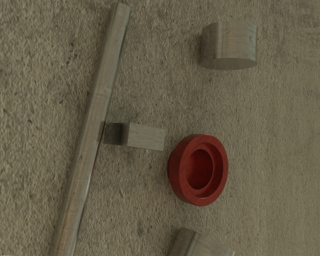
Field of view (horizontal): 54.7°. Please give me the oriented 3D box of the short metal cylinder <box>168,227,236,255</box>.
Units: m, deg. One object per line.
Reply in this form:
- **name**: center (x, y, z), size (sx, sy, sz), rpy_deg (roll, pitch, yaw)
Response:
- **short metal cylinder**: center (0.054, 0.174, 0.414), size (0.080, 0.080, 0.050), rpy_deg (41, 65, -33)

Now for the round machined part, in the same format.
- **round machined part**: center (0.049, 0.057, 0.435), size (0.099, 0.042, 0.097), rpy_deg (0, 90, -40)

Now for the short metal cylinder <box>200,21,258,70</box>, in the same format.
- **short metal cylinder**: center (0.101, -0.118, 0.453), size (0.081, 0.080, 0.050), rpy_deg (3, 88, -40)

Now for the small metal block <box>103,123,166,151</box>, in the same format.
- **small metal block**: center (-0.030, 0.010, 0.363), size (0.050, 0.050, 0.025), rpy_deg (12, 83, -40)

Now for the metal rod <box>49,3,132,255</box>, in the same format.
- **metal rod**: center (-0.075, 0.003, 0.341), size (0.025, 0.025, 0.299), rpy_deg (19, 78, -39)
